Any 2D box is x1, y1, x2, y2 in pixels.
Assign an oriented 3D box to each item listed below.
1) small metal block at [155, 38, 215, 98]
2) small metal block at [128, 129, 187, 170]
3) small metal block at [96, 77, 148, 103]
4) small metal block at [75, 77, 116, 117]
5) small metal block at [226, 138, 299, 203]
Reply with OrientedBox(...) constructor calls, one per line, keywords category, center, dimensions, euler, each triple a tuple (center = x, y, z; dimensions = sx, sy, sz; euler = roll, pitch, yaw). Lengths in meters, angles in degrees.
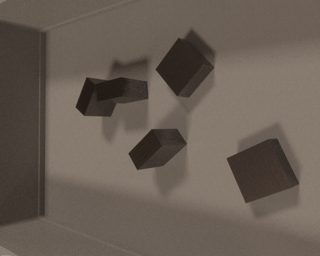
OrientedBox(category="small metal block", center=(0.030, -0.073, 0.381), dimensions=(0.050, 0.025, 0.050), euler=(-50, 61, 28))
OrientedBox(category="small metal block", center=(-0.003, 0.026, 0.391), dimensions=(0.050, 0.050, 0.025), euler=(-46, 63, 30))
OrientedBox(category="small metal block", center=(-0.052, -0.051, 0.432), dimensions=(0.050, 0.050, 0.025), euler=(-6, 86, 39))
OrientedBox(category="small metal block", center=(-0.091, -0.045, 0.463), dimensions=(0.025, 0.050, 0.050), euler=(39, 114, 33))
OrientedBox(category="small metal block", center=(0.105, 0.044, 0.319), dimensions=(0.050, 0.025, 0.050), euler=(-32, 70, 35))
